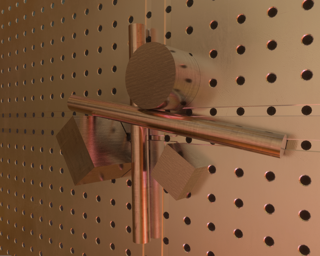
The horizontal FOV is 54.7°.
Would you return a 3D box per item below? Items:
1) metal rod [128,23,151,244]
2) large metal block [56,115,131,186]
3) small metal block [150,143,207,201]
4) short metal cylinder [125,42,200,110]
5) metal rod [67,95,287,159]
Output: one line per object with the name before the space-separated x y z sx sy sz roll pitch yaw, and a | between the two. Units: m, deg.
metal rod | -0.028 0.007 0.431 0.025 0.025 0.298 -2 89 39
large metal block | -0.089 0.030 0.443 0.050 0.081 0.080 -42 65 32
small metal block | 0.022 0.054 0.390 0.050 0.025 0.050 40 114 32
short metal cylinder | 0.003 -0.063 0.389 0.080 0.050 0.079 0 90 39
metal rod | -0.003 -0.010 0.385 0.300 0.025 0.025 13 98 31
